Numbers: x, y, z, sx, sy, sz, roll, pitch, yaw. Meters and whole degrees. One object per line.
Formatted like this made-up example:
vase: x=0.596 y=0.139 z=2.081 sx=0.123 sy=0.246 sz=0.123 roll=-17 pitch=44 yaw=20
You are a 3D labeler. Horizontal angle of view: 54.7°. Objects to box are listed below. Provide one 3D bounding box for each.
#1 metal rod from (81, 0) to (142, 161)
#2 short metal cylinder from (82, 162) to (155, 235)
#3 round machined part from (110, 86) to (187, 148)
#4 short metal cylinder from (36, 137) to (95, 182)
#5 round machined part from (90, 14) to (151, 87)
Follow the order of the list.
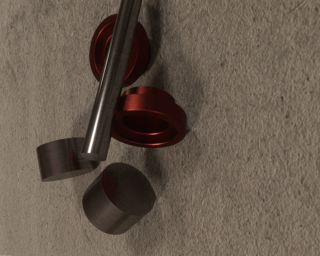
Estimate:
metal rod: x=-0.043 y=-0.107 z=0.363 sx=0.025 sy=0.025 sz=0.299 roll=-12 pitch=58 yaw=39
short metal cylinder: x=-0.054 y=0.093 z=0.412 sx=0.050 sy=0.081 sz=0.080 roll=-47 pitch=62 yaw=29
round machined part: x=-0.017 y=-0.015 z=0.376 sx=0.098 sy=0.098 sz=0.042 roll=-19 pitch=54 yaw=38
short metal cylinder: x=-0.149 y=0.050 z=0.489 sx=0.080 sy=0.081 sz=0.050 roll=-24 pitch=75 yaw=37
round machined part: x=-0.051 y=-0.105 z=0.434 sx=0.098 sy=0.042 sz=0.097 roll=0 pitch=90 yaw=39
